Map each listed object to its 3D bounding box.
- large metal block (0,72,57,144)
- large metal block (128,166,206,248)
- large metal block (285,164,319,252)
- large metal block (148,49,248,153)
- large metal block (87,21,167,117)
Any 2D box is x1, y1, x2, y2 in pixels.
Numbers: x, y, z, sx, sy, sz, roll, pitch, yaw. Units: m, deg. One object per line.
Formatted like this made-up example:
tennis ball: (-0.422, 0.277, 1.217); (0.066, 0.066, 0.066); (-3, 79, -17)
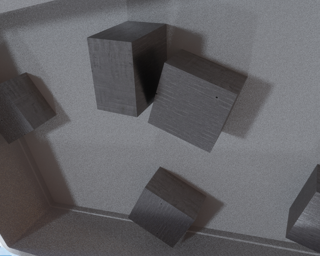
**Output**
large metal block: (-0.228, -0.030, 0.494); (0.080, 0.050, 0.080); (-22, 107, 36)
large metal block: (0.009, 0.118, 0.461); (0.080, 0.050, 0.079); (32, 129, 7)
large metal block: (0.200, 0.099, 0.349); (0.080, 0.050, 0.079); (22, 127, 15)
large metal block: (0.041, -0.031, 0.352); (0.080, 0.050, 0.079); (26, 128, 12)
large metal block: (-0.031, -0.069, 0.347); (0.050, 0.080, 0.079); (12, 124, 22)
